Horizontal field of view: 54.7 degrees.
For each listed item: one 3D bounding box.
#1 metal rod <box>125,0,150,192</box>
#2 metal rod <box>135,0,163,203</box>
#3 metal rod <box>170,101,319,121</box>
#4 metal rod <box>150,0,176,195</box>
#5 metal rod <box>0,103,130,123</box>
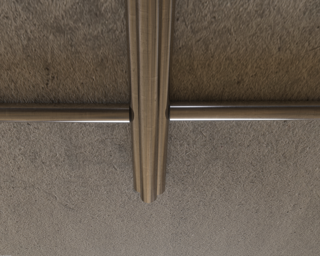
[{"bbox_3d":[-0.025,-0.022,0.391,0.025,0.025,0.298,1,130,-1],"label":"metal rod"},{"bbox_3d":[-0.014,-0.010,0.374,0.025,0.025,0.298,1,130,-1],"label":"metal rod"},{"bbox_3d":[0.163,-0.022,0.392,0.302,0.025,0.025,0,130,-1],"label":"metal rod"},{"bbox_3d":[-0.001,-0.017,0.395,0.025,0.025,0.298,1,130,-1],"label":"metal rod"},{"bbox_3d":[-0.189,-0.019,0.389,0.302,0.025,0.025,0,130,-1],"label":"metal rod"}]
